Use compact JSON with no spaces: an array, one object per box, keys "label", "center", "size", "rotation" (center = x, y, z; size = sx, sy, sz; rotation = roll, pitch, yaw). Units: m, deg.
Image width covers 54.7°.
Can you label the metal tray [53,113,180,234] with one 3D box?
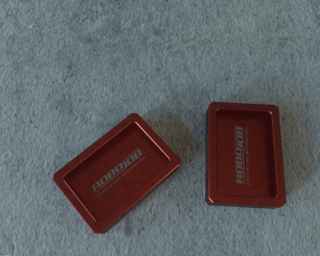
[{"label":"metal tray","center":[-0.051,0.054,0.384],"size":[0.130,0.030,0.090],"rotation":[-39,75,-14]}]

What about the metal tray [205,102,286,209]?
[{"label":"metal tray","center":[0.105,0.033,0.394],"size":[0.091,0.030,0.130],"rotation":[3,70,0]}]
